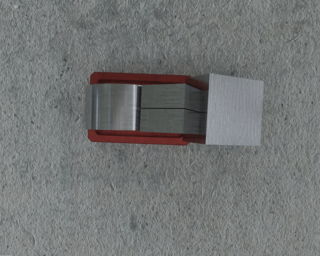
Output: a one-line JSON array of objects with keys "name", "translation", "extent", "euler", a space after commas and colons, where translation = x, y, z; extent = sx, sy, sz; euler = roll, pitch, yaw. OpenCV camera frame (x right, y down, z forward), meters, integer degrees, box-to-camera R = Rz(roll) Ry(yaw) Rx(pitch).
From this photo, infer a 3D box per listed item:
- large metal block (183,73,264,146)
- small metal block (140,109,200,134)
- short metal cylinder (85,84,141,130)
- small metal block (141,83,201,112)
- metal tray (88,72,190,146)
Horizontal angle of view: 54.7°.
[{"name": "large metal block", "translation": [0.078, -0.020, 0.385], "extent": [0.081, 0.050, 0.080], "euler": [3, 90, -26]}, {"name": "small metal block", "translation": [0.012, -0.007, 0.346], "extent": [0.050, 0.050, 0.025], "euler": [2, 89, 26]}, {"name": "short metal cylinder", "translation": [-0.048, -0.023, 0.370], "extent": [0.081, 0.080, 0.050], "euler": [1, 90, 0]}, {"name": "small metal block", "translation": [0.013, -0.033, 0.346], "extent": [0.050, 0.050, 0.025], "euler": [2, 89, 26]}, {"name": "metal tray", "translation": [-0.025, -0.025, 0.408], "extent": [0.131, 0.030, 0.089], "euler": [2, 90, 0]}]
